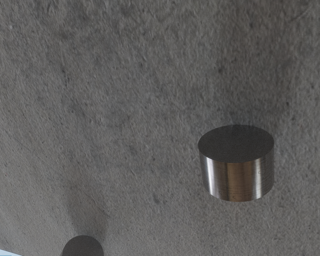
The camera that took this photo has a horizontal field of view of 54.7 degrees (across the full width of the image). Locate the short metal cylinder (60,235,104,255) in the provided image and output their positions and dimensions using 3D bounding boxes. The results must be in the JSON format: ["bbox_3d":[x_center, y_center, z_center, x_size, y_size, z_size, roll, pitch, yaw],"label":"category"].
[{"bbox_3d":[-0.158,0.262,0.614,0.080,0.080,0.050,35,129,4],"label":"short metal cylinder"}]

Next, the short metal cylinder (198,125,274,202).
[{"bbox_3d":[0.086,0.037,0.348,0.080,0.080,0.050,4,120,26],"label":"short metal cylinder"}]
